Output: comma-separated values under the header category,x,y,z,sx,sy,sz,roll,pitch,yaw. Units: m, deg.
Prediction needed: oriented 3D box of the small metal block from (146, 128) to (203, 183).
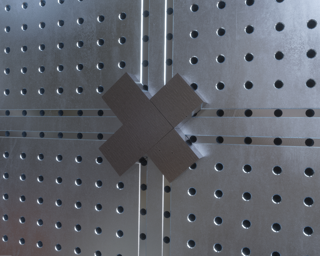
category,x,y,z,sx,sy,sz,roll,pitch,yaw
small metal block,0.019,0.035,0.405,0.050,0.025,0.050,-42,77,14

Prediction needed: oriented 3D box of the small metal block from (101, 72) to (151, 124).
category,x,y,z,sx,sy,sz,roll,pitch,yaw
small metal block,-0.043,-0.040,0.427,0.050,0.025,0.050,-42,77,14

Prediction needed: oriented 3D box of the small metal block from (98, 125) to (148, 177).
category,x,y,z,sx,sy,sz,roll,pitch,yaw
small metal block,-0.047,0.031,0.428,0.050,0.025,0.050,-43,77,14

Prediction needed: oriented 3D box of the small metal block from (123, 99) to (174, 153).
category,x,y,z,sx,sy,sz,roll,pitch,yaw
small metal block,-0.012,-0.002,0.415,0.050,0.025,0.050,-43,77,14

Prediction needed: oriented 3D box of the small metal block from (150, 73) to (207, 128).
category,x,y,z,sx,sy,sz,roll,pitch,yaw
small metal block,0.024,-0.035,0.403,0.050,0.025,0.050,-43,77,14
